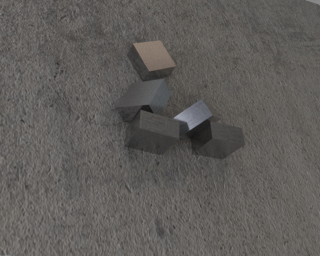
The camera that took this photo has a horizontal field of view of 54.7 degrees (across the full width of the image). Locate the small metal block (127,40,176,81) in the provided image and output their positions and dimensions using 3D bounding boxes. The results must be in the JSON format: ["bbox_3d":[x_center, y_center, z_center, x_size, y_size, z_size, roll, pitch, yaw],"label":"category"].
[{"bbox_3d":[-0.012,-0.100,0.458,0.050,0.025,0.050,-18,72,-35],"label":"small metal block"}]

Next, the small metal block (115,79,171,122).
[{"bbox_3d":[-0.020,-0.035,0.395,0.025,0.050,0.050,62,40,-36],"label":"small metal block"}]

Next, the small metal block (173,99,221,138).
[{"bbox_3d":[0.047,-0.011,0.406,0.025,0.050,0.050,60,17,15],"label":"small metal block"}]

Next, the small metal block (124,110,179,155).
[{"bbox_3d":[-0.010,0.007,0.377,0.050,0.050,0.025,15,56,-20],"label":"small metal block"}]

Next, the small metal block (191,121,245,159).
[{"bbox_3d":[0.077,0.018,0.418,0.050,0.050,0.025,11,58,-23],"label":"small metal block"}]
